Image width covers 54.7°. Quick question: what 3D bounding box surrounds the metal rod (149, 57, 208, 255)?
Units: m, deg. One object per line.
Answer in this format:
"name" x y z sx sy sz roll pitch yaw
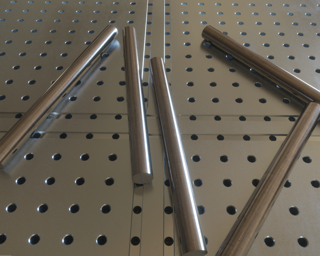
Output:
"metal rod" 0.014 0.010 0.399 0.025 0.025 0.300 -6 50 -5

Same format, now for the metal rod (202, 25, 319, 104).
"metal rod" 0.179 -0.083 0.479 0.025 0.025 0.300 -32 58 -24

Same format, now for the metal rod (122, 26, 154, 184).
"metal rod" -0.037 -0.056 0.453 0.025 0.025 0.300 -5 50 -5

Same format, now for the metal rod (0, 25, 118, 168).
"metal rod" -0.142 -0.066 0.460 0.025 0.025 0.301 17 52 14

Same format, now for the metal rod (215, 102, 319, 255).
"metal rod" 0.126 0.067 0.353 0.025 0.025 0.301 30 56 22
